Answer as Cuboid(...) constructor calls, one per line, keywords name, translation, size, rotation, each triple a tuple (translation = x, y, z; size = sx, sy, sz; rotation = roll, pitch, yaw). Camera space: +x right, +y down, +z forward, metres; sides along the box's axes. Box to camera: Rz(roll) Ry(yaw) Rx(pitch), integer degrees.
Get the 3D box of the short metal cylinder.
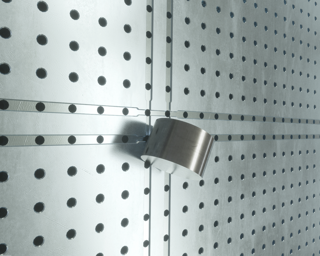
Cuboid(name="short metal cylinder", translation=(0.022, 0.028, 0.391), size=(0.080, 0.080, 0.050), rotation=(33, 70, -35))
